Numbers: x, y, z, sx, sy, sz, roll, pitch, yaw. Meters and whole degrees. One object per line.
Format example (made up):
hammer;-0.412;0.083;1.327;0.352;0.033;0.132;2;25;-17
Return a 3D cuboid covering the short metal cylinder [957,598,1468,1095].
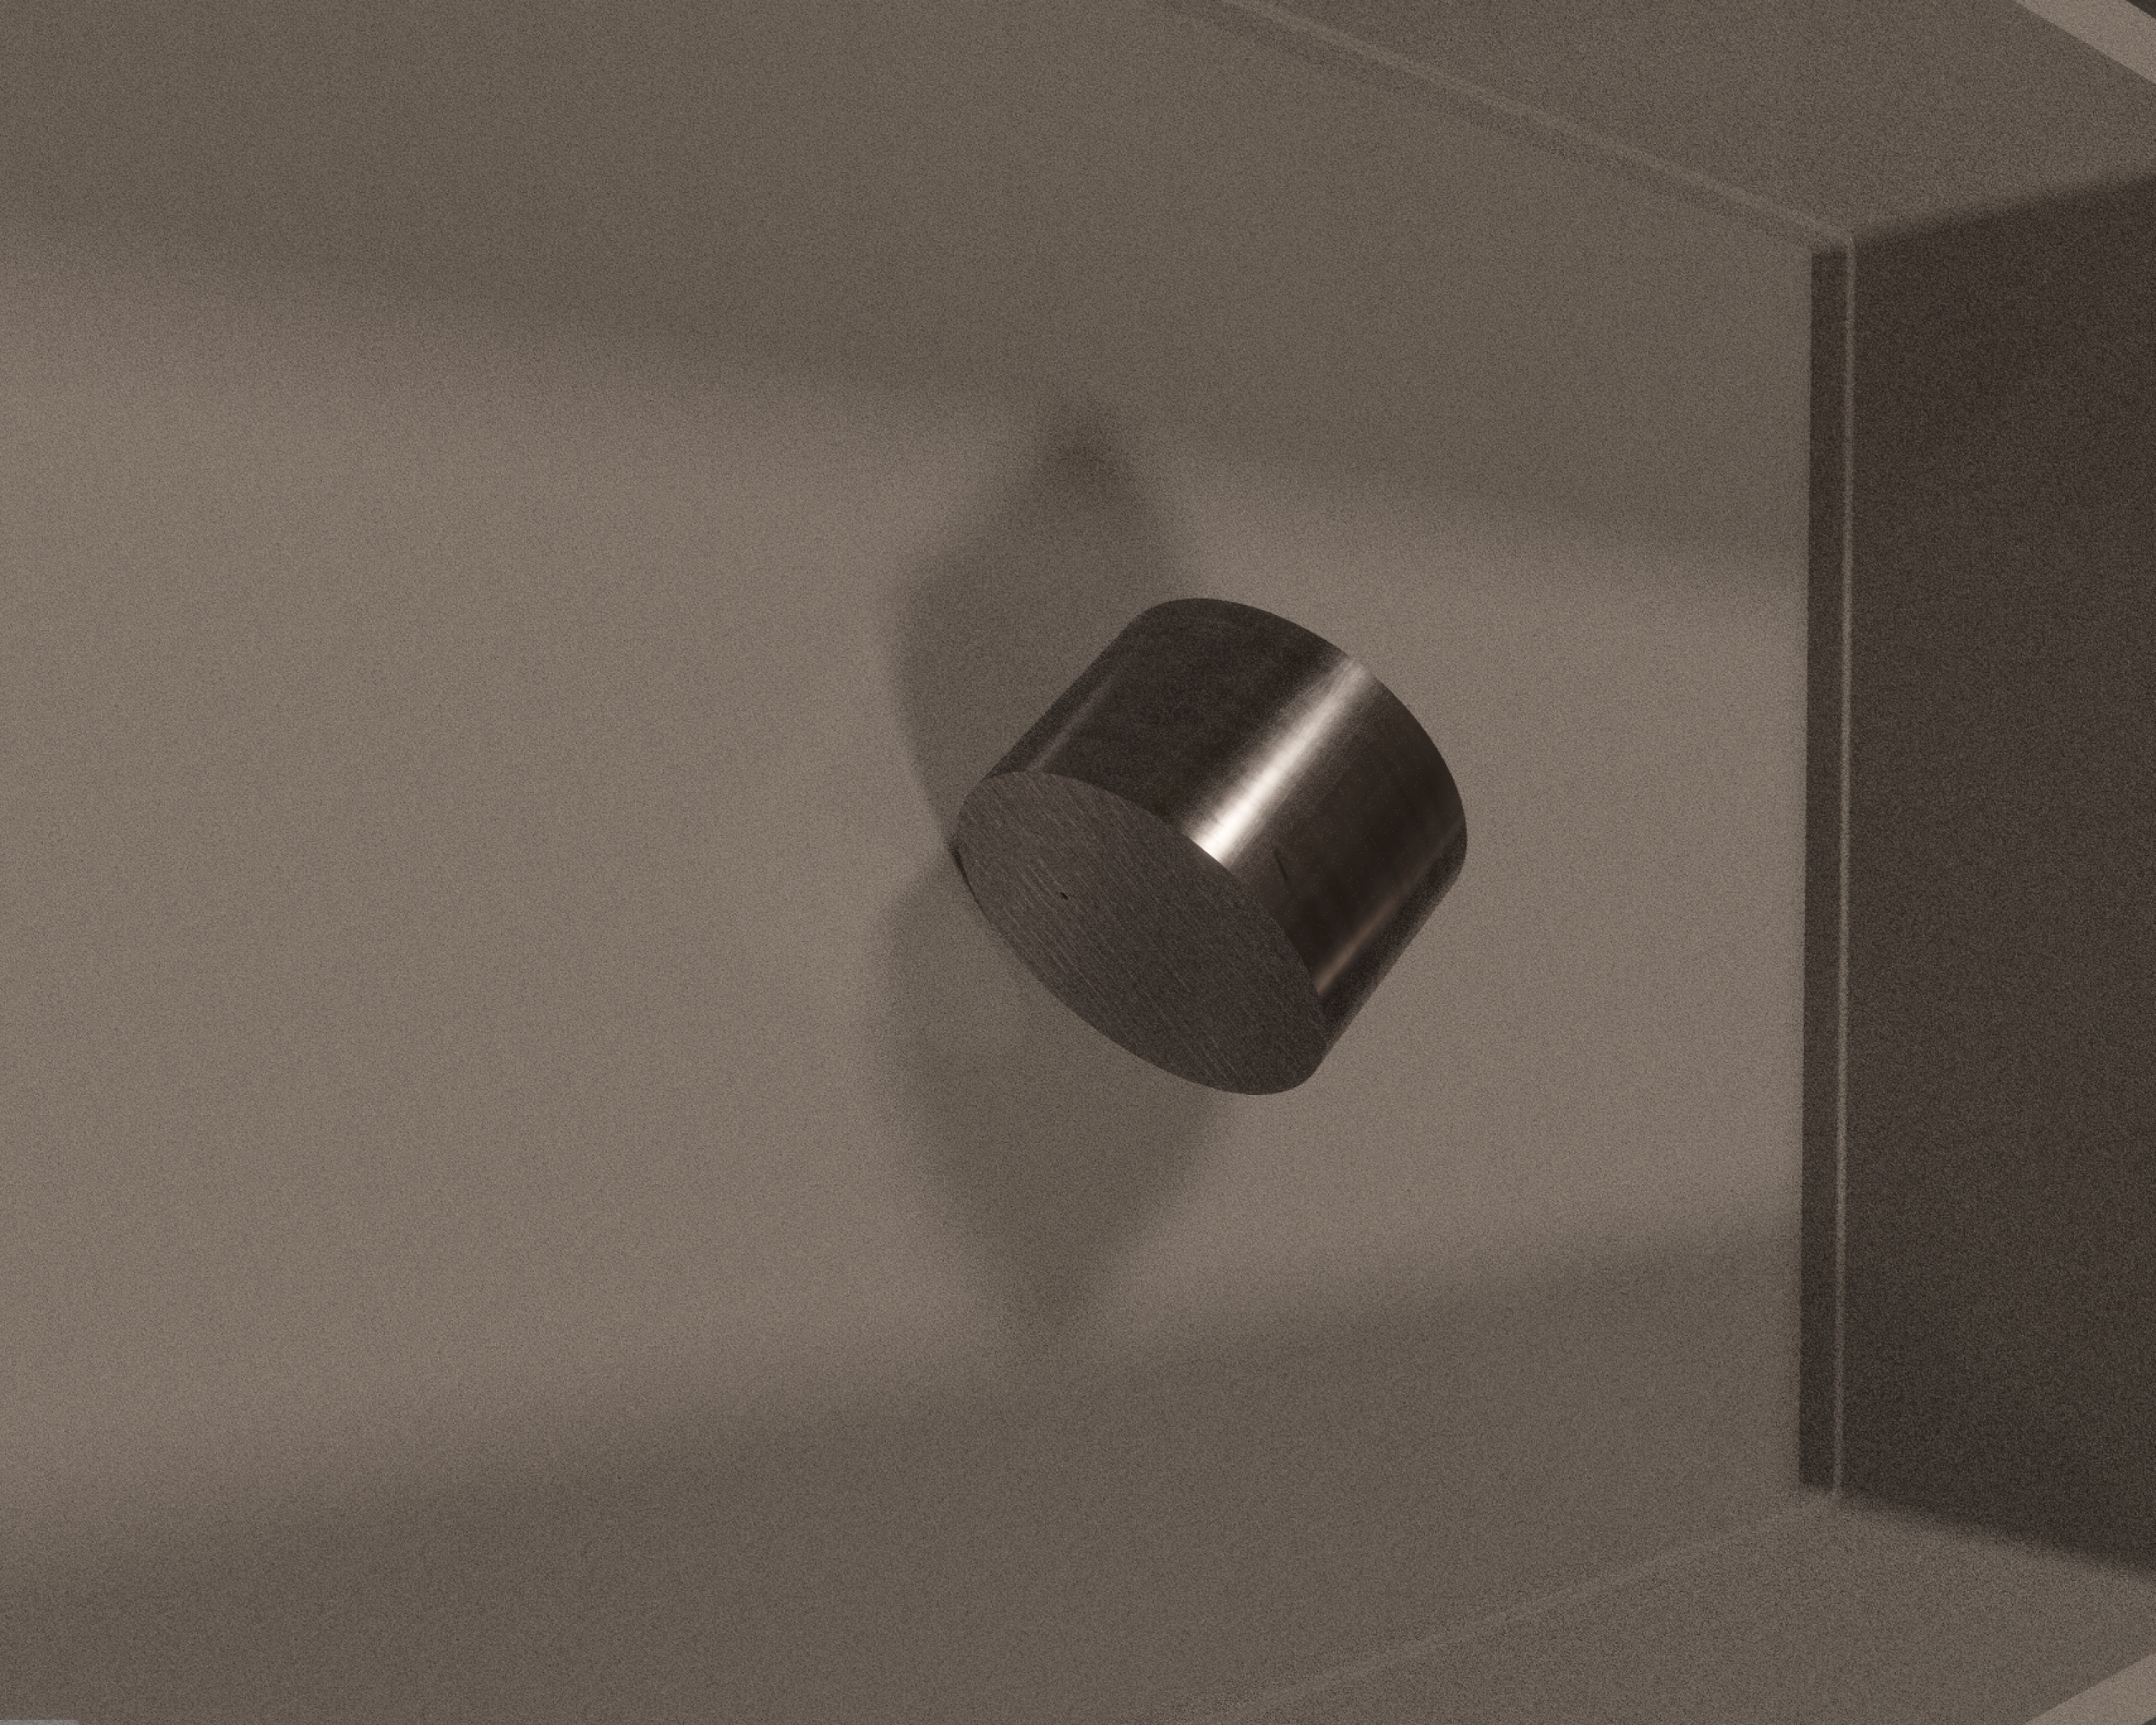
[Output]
short metal cylinder;0.025;-0.002;0.390;0.050;0.080;0.080;-49;120;-29
